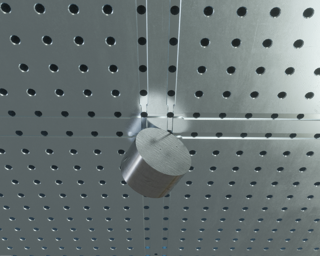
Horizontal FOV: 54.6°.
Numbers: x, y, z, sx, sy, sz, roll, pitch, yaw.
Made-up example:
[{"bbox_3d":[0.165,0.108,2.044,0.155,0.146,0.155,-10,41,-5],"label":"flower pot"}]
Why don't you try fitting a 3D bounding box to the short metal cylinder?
[{"bbox_3d":[-0.006,0.046,0.414,0.080,0.080,0.050,21,127,-17],"label":"short metal cylinder"}]
